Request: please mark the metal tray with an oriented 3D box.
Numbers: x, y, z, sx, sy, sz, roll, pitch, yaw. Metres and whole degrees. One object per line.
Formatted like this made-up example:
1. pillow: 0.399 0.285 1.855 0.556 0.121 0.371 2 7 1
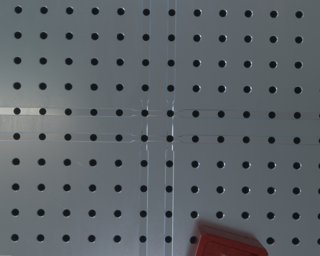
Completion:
1. metal tray: 0.079 0.207 0.411 0.090 0.030 0.129 16 90 0
